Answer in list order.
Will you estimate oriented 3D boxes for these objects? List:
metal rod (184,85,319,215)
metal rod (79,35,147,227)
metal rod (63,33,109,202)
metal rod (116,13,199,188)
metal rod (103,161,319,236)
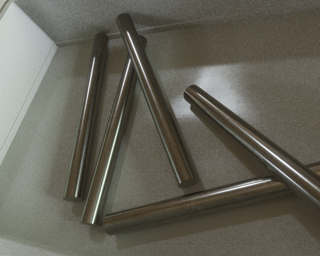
[{"bbox_3d":[0.109,0.028,0.301,0.025,0.025,0.300,-42,42,0],"label":"metal rod"},{"bbox_3d":[-0.060,-0.014,0.445,0.025,0.025,0.300,-3,60,27],"label":"metal rod"},{"bbox_3d":[-0.110,-0.035,0.484,0.025,0.025,0.299,-12,57,22],"label":"metal rod"},{"bbox_3d":[-0.013,-0.057,0.428,0.025,0.025,0.299,-28,58,11],"label":"metal rod"},{"bbox_3d":[0.076,0.070,0.322,0.301,0.025,0.025,-18,55,17],"label":"metal rod"}]
